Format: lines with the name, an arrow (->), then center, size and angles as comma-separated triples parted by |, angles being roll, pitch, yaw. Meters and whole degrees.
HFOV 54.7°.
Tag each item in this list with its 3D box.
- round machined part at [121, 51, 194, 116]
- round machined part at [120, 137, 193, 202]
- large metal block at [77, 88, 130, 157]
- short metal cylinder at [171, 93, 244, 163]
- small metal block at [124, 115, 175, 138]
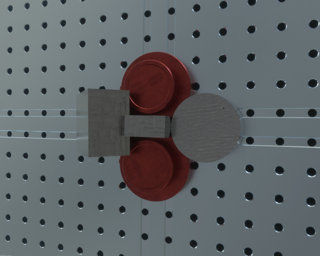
round machined part -> -0.008, -0.052, 0.406 | 0.098, 0.042, 0.097 | 0, 90, 20
round machined part -> -0.009, 0.048, 0.407 | 0.098, 0.042, 0.097 | 0, 90, 20
large metal block -> -0.077, -0.006, 0.404 | 0.050, 0.080, 0.080 | 0, 90, -25
short metal cylinder -> 0.059, 0.000, 0.377 | 0.080, 0.050, 0.080 | 0, 90, 20
small metal block -> -0.009, -0.002, 0.379 | 0.050, 0.050, 0.025 | 2, 91, 20
